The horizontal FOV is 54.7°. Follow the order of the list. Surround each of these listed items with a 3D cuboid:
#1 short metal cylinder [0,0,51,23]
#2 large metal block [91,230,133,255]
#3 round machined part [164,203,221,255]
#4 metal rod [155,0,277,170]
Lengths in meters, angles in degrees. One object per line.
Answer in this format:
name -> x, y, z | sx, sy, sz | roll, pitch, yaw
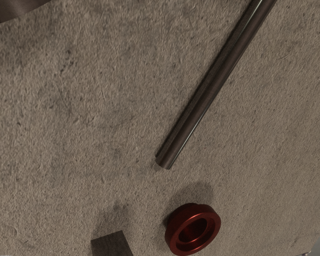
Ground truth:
short metal cylinder -> -0.115, -0.120, 0.234 | 0.080, 0.080, 0.050 | -31, 129, -9
large metal block -> -0.067, 0.220, 0.472 | 0.050, 0.080, 0.079 | -12, 124, -22
round machined part -> 0.052, 0.168, 0.530 | 0.099, 0.042, 0.097 | -14, 125, -21
metal rod -> 0.079, -0.072, 0.406 | 0.025, 0.025, 0.298 | 21, 107, -36
